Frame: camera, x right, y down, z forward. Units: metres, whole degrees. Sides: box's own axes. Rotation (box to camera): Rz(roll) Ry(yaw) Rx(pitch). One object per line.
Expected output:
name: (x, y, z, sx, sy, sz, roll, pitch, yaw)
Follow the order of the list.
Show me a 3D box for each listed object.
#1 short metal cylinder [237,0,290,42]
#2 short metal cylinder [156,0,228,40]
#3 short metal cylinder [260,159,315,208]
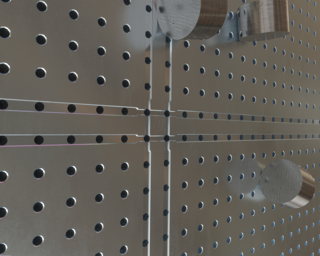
short metal cylinder: (0.171, -0.177, 0.516, 0.081, 0.080, 0.050, -9, 97, -40)
short metal cylinder: (0.041, -0.157, 0.407, 0.050, 0.080, 0.079, -13, 99, -39)
short metal cylinder: (0.232, 0.103, 0.568, 0.050, 0.080, 0.080, 25, 74, -37)
